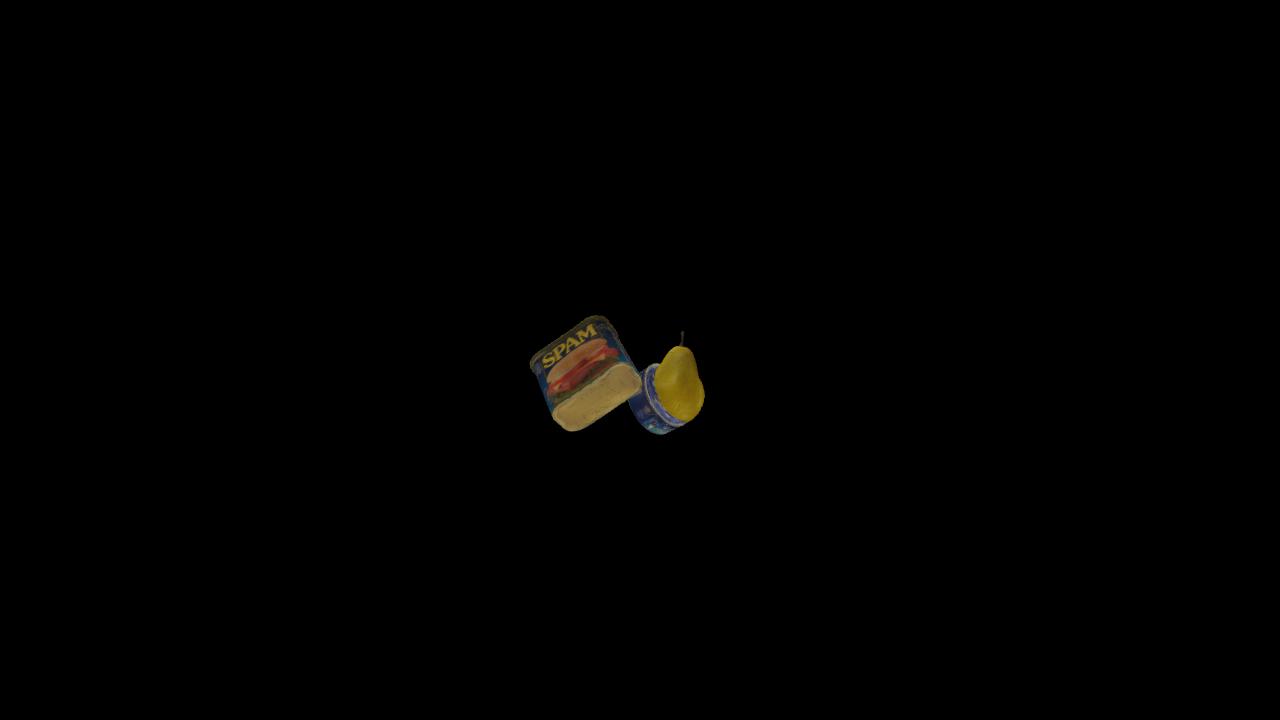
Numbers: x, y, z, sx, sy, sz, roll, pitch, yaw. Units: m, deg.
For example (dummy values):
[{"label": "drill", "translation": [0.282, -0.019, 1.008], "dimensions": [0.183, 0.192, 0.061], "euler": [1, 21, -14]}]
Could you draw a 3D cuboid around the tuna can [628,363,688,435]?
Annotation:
[{"label": "tuna can", "translation": [0.023, 0.048, 0.756], "dimensions": [0.034, 0.084, 0.084], "euler": [-31, -18, 32]}]

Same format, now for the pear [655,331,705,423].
[{"label": "pear", "translation": [0.047, 0.021, 0.769], "dimensions": [0.080, 0.111, 0.080], "euler": [17, -2, 1]}]

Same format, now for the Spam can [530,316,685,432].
[{"label": "Spam can", "translation": [-0.058, 0.015, 0.653], "dimensions": [0.101, 0.085, 0.058], "euler": [-35, -44, 4]}]
